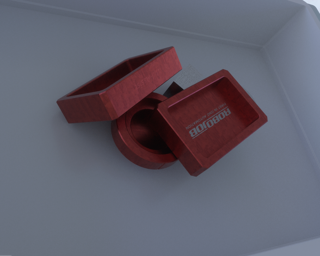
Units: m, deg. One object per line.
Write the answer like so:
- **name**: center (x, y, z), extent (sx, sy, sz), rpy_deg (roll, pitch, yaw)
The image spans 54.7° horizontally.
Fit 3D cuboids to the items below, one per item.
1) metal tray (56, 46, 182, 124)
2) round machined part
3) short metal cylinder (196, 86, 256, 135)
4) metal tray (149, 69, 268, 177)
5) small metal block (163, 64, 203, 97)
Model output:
- **metal tray**: center (-0.045, -0.052, 0.369), extent (0.131, 0.090, 0.030), rpy_deg (-43, 119, -40)
- **round machined part**: center (-0.014, 0.006, 0.384), extent (0.099, 0.042, 0.098), rpy_deg (14, 56, -21)
- **short metal cylinder**: center (0.096, -0.023, 0.455), extent (0.081, 0.050, 0.080), rpy_deg (14, 56, -21)
- **metal tray**: center (0.063, -0.011, 0.382), extent (0.131, 0.030, 0.090), rpy_deg (-31, 78, -34)
- **small metal block**: center (0.029, -0.056, 0.438), extent (0.025, 0.050, 0.050), rpy_deg (40, 49, -2)
